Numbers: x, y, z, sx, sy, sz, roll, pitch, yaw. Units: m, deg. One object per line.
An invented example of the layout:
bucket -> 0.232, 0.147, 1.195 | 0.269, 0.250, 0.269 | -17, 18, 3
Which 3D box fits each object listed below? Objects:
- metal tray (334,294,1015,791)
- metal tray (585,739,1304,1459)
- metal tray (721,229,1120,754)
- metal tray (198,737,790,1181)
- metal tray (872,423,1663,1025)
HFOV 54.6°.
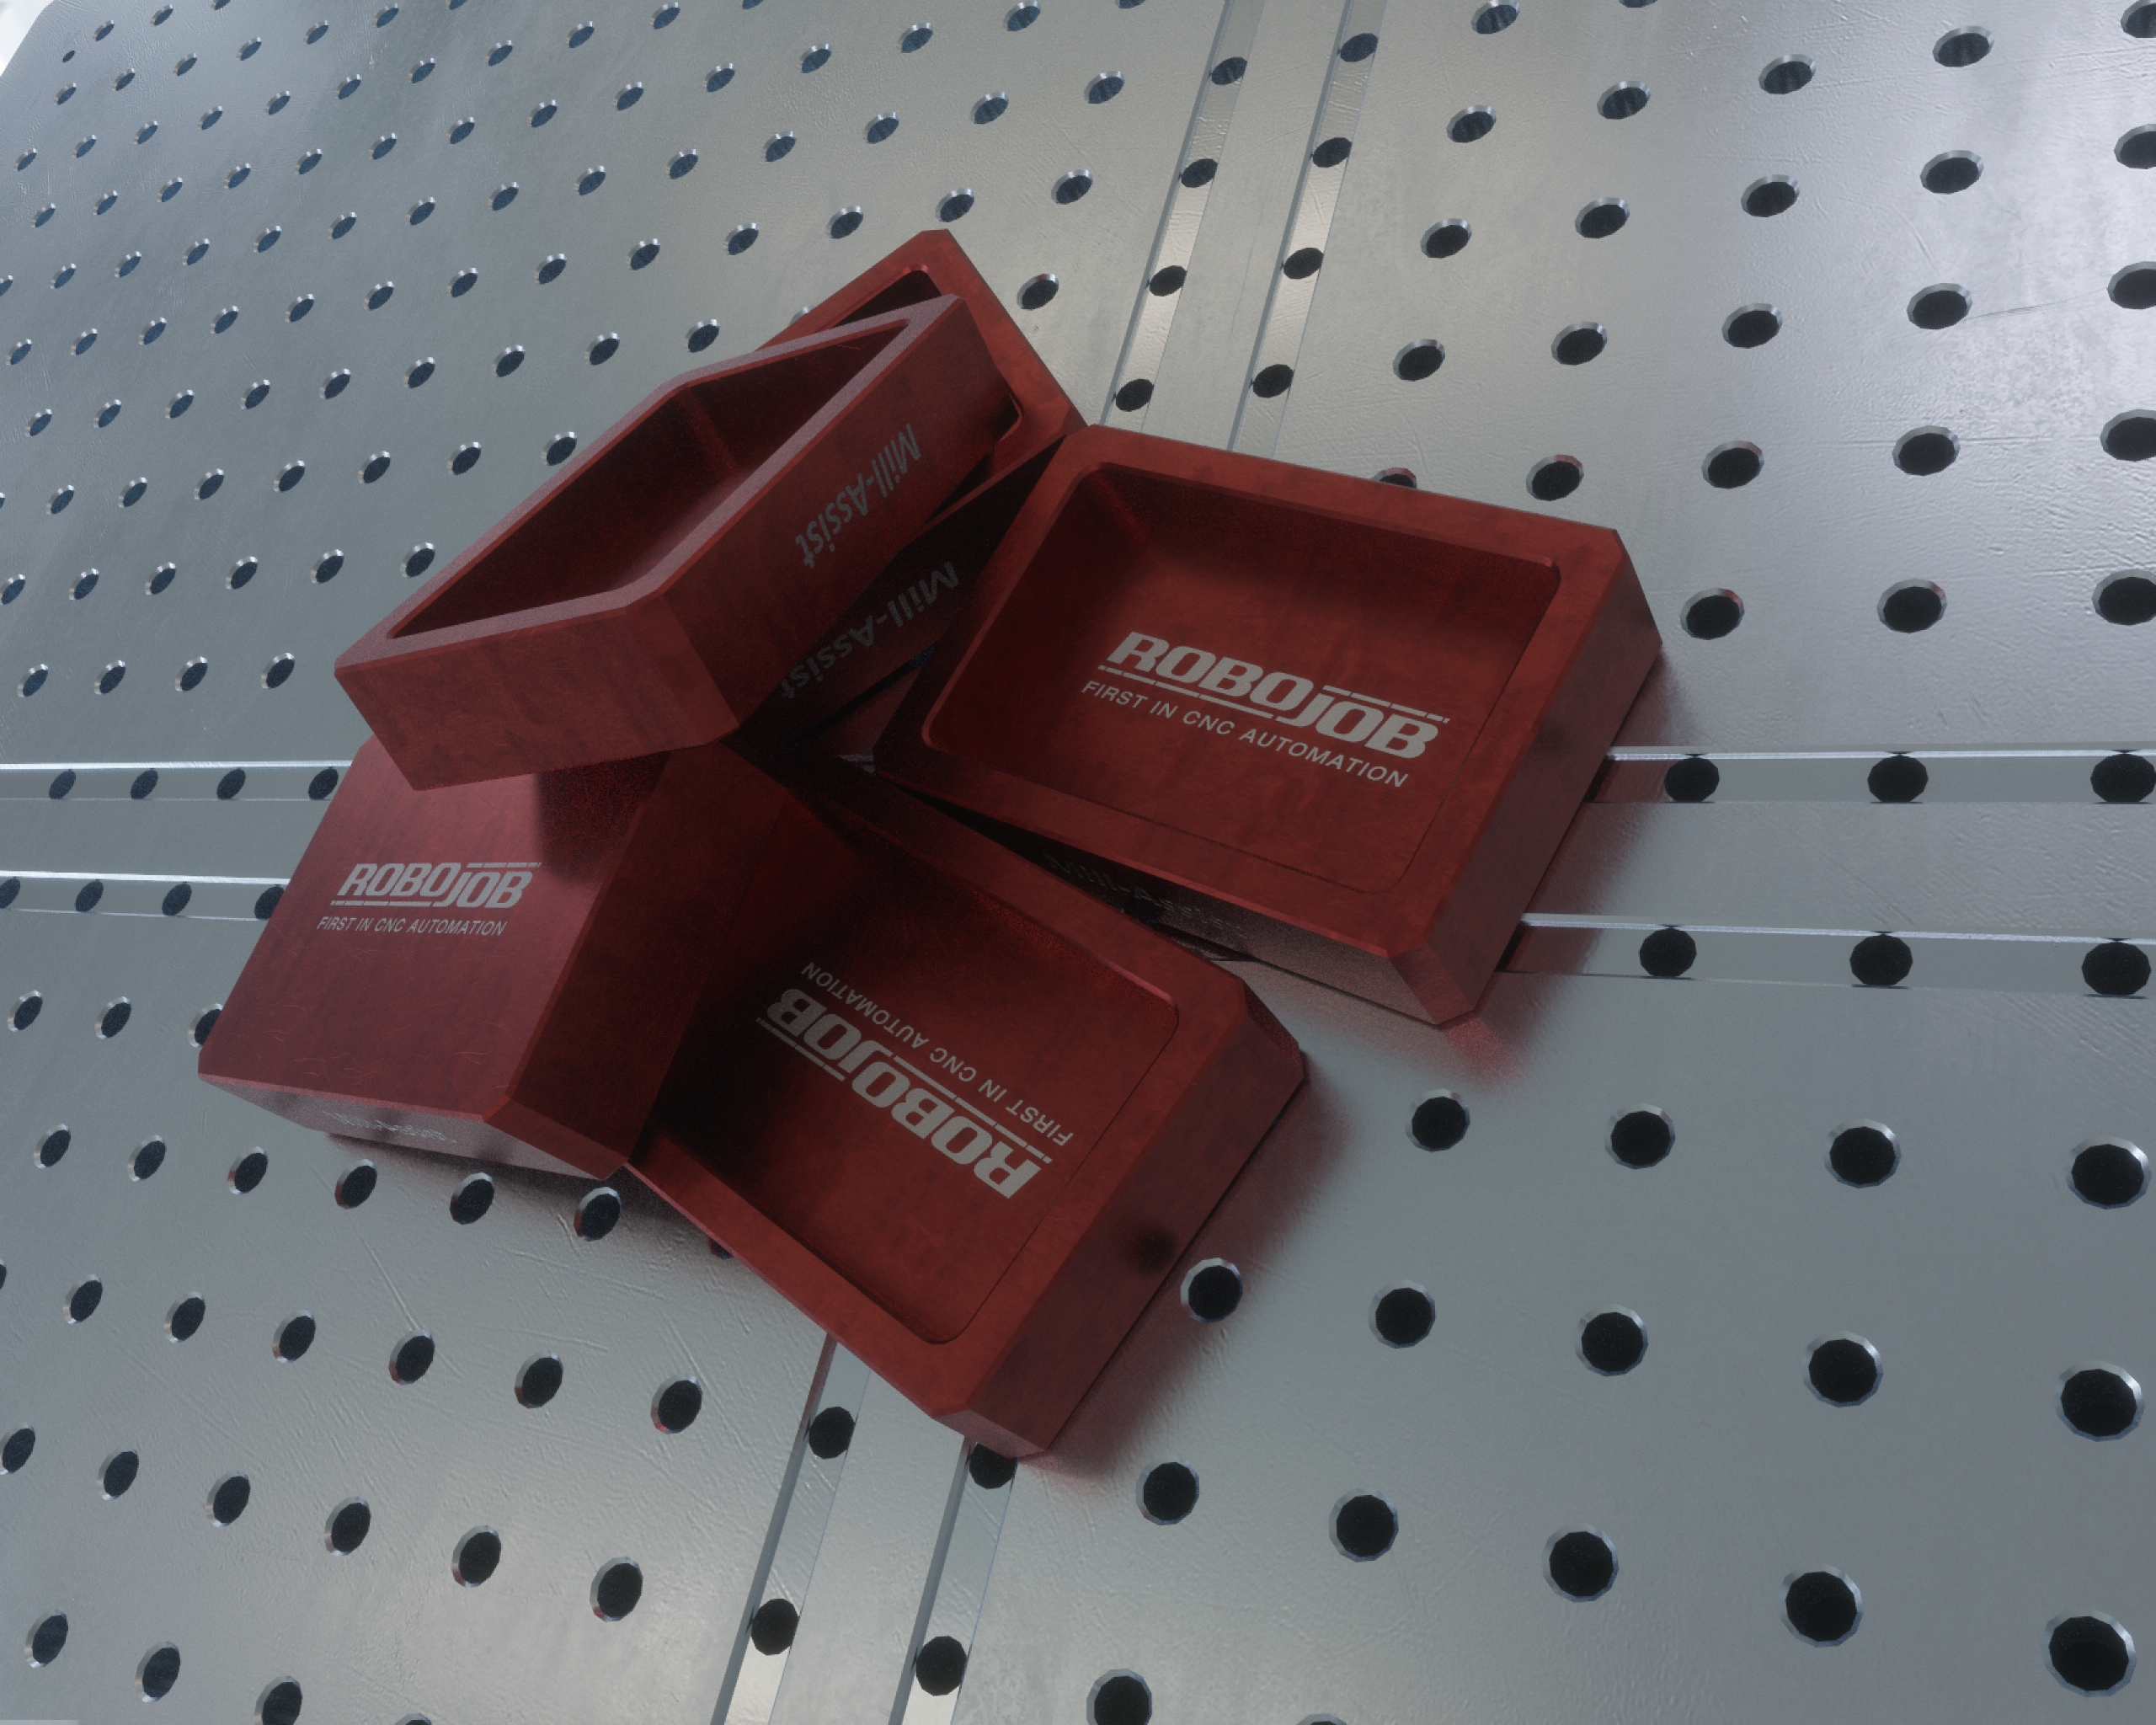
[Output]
metal tray -> -0.080, -0.069, 0.435 | 0.090, 0.030, 0.130 | -6, 35, 34
metal tray -> -0.034, 0.039, 0.398 | 0.130, 0.030, 0.090 | 28, 78, 37
metal tray -> -0.063, -0.081, 0.488 | 0.130, 0.030, 0.090 | -34, 50, 5
metal tray -> -0.127, 0.014, 0.442 | 0.130, 0.030, 0.090 | -1, 61, 44
metal tray -> 0.034, -0.032, 0.406 | 0.130, 0.030, 0.090 | 20, 73, 35
